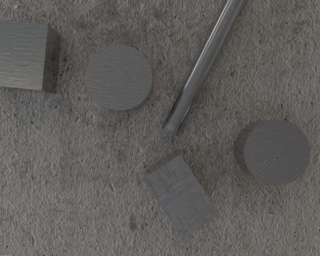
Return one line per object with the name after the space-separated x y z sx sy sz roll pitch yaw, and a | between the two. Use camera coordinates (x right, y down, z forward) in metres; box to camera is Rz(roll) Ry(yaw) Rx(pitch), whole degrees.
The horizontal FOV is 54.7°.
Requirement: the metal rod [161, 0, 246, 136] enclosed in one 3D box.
0.080 -0.128 0.410 0.025 0.025 0.299 27 90 0 | metal rod

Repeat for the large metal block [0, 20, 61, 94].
-0.178 -0.089 0.396 0.080 0.050 0.080 5 90 0 | large metal block

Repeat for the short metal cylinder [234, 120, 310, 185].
0.142 0.030 0.399 0.081 0.050 0.080 0 90 0 | short metal cylinder

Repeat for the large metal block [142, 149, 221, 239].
0.024 0.076 0.383 0.050 0.080 0.080 -35 90 0 | large metal block

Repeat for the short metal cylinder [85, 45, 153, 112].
-0.049 -0.061 0.397 0.081 0.050 0.080 0 90 0 | short metal cylinder
